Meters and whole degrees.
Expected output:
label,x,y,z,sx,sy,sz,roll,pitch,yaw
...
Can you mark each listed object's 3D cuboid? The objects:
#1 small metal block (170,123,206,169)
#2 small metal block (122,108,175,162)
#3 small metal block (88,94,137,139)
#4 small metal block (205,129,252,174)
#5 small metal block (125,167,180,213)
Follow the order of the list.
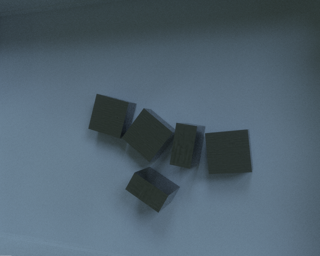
label,x,y,z,sx,sy,sz,roll,pitch,yaw
small metal block,0.035,0.020,0.382,0.025,0.050,0.050,10,93,19
small metal block,-0.013,0.009,0.411,0.050,0.025,0.050,40,102,15
small metal block,-0.066,-0.016,0.430,0.050,0.025,0.050,16,95,19
small metal block,0.085,0.029,0.378,0.050,0.025,0.050,-6,88,19
small metal block,-0.008,0.077,0.397,0.050,0.050,0.025,32,101,16
